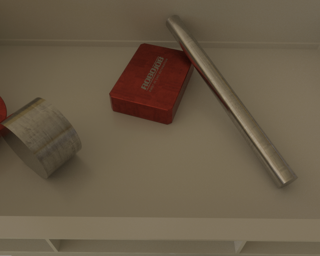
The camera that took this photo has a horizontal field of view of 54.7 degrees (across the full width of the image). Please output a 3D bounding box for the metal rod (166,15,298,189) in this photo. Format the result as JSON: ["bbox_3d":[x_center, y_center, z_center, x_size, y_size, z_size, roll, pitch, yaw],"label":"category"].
[{"bbox_3d":[0.084,-0.053,0.424,0.025,0.025,0.299,-20,61,-16],"label":"metal rod"}]

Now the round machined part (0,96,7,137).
[{"bbox_3d":[-0.245,-0.008,0.384,0.099,0.042,0.098,14,52,-18],"label":"round machined part"}]

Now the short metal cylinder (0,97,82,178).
[{"bbox_3d":[-0.138,0.012,0.358,0.080,0.080,0.050,31,57,23],"label":"short metal cylinder"}]

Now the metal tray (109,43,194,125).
[{"bbox_3d":[-0.007,-0.070,0.461,0.090,0.030,0.130,15,51,11],"label":"metal tray"}]
